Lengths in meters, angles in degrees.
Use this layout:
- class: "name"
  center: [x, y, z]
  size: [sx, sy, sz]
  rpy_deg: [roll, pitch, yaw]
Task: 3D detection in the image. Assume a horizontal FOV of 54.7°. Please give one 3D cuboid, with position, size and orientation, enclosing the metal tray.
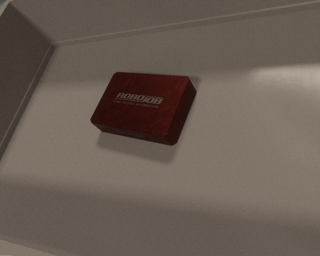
- class: "metal tray"
  center: [-0.025, -0.031, 0.433]
  size: [0.130, 0.030, 0.090]
  rpy_deg: [10, 66, 32]
